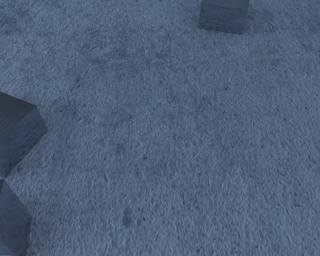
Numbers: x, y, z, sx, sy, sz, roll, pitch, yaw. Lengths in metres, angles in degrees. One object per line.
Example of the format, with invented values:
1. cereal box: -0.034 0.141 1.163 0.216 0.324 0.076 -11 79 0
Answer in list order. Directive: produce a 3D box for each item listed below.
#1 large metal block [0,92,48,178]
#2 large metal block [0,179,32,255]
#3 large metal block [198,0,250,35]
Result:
1. large metal block: -0.204 0.003 0.383 0.080 0.050 0.080 20 53 16
2. large metal block: -0.176 0.094 0.287 0.081 0.080 0.050 -6 51 -5
3. large metal block: 0.121 -0.222 0.575 0.080 0.050 0.080 12 51 10
